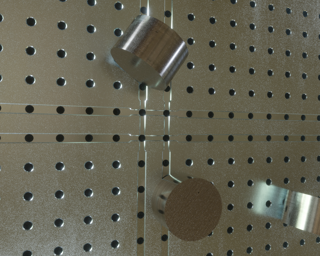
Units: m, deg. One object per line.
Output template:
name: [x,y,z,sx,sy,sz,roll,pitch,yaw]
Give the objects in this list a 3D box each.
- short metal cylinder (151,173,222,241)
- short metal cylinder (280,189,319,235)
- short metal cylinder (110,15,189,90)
short metal cylinder: [0.035,0.103,0.414,0.081,0.050,0.079,0,90,-21]
short metal cylinder: [0.230,0.129,0.471,0.081,0.080,0.050,17,84,-20]
short metal cylinder: [-0.013,-0.090,0.379,0.080,0.080,0.050,37,78,-17]
